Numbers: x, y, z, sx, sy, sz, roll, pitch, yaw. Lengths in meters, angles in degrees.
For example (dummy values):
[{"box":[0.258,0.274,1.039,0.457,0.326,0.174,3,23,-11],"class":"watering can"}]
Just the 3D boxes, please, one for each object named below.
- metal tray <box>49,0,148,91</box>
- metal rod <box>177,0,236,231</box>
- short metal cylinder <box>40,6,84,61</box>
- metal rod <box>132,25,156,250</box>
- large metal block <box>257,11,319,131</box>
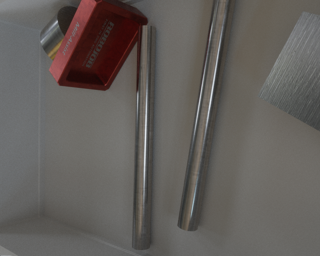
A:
[{"box":[-0.086,-0.114,0.432,0.030,0.091,0.129,51,120,27],"class":"metal tray"},{"box":[0.055,-0.027,0.359,0.025,0.025,0.298,14,99,39],"class":"metal rod"},{"box":[-0.135,-0.139,0.480,0.050,0.081,0.080,-28,73,36],"class":"short metal cylinder"},{"box":[-0.022,0.014,0.422,0.025,0.025,0.298,3,92,39],"class":"metal rod"},{"box":[0.145,-0.042,0.260,0.080,0.050,0.079,44,117,46],"class":"large metal block"}]
